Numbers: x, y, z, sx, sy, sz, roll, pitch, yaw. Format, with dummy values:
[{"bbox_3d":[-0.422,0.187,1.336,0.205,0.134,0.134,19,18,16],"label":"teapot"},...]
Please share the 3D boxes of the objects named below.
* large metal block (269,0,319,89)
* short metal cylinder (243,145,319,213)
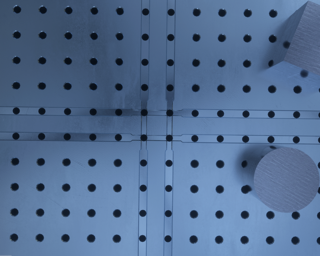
[{"bbox_3d":[0.203,-0.104,0.402,0.080,0.050,0.080,22,90,0],"label":"large metal block"},{"bbox_3d":[0.154,0.063,0.402,0.081,0.050,0.079,0,90,0],"label":"short metal cylinder"}]
